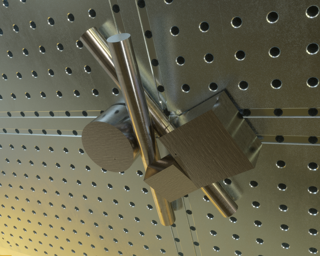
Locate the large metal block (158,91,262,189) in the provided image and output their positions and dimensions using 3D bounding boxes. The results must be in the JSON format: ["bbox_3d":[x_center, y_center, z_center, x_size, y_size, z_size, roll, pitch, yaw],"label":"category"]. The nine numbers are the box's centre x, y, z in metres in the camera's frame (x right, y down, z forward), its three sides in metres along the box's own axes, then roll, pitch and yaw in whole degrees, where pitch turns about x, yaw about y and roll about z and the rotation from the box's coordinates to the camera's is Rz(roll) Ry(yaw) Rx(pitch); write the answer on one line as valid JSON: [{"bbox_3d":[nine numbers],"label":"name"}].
[{"bbox_3d":[0.060,0.016,0.368,0.080,0.050,0.080,-30,102,38],"label":"large metal block"}]

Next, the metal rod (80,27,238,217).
[{"bbox_3d":[0.004,-0.001,0.403,0.025,0.025,0.300,-32,102,38],"label":"metal rod"}]

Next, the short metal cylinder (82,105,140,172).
[{"bbox_3d":[-0.060,0.014,0.431,0.080,0.050,0.079,13,124,20],"label":"short metal cylinder"}]

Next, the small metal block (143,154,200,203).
[{"bbox_3d":[0.016,0.063,0.396,0.050,0.025,0.050,-33,115,30],"label":"small metal block"}]

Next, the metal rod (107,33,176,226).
[{"bbox_3d":[-0.015,0.026,0.405,0.025,0.025,0.298,6,129,25],"label":"metal rod"}]
